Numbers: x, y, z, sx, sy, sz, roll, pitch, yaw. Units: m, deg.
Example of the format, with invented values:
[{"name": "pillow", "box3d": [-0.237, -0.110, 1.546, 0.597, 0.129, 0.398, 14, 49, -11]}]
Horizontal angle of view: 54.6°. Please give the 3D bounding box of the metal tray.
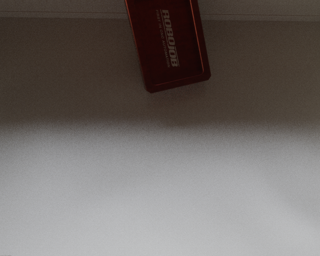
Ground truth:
[{"name": "metal tray", "box3d": [0.011, -0.120, 0.416, 0.091, 0.030, 0.129, -14, 104, -5]}]
